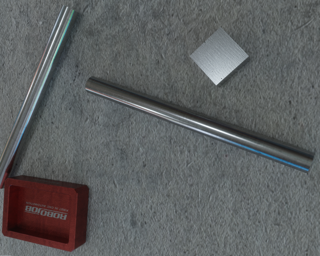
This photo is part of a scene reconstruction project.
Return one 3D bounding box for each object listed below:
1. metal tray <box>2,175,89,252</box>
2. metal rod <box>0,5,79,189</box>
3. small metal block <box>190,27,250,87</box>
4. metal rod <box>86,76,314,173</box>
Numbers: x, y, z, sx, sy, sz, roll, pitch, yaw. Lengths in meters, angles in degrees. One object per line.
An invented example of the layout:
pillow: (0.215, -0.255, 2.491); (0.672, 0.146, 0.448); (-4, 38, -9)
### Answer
metal tray: (-0.173, 0.125, 0.465); (0.130, 0.030, 0.089); (4, 91, 19)
metal rod: (-0.195, -0.042, 0.475); (0.025, 0.025, 0.298); (29, 99, 17)
small metal block: (0.074, -0.086, 0.382); (0.050, 0.025, 0.050); (-42, 77, 15)
metal rod: (0.035, -0.011, 0.395); (0.301, 0.025, 0.025); (21, 97, 18)
